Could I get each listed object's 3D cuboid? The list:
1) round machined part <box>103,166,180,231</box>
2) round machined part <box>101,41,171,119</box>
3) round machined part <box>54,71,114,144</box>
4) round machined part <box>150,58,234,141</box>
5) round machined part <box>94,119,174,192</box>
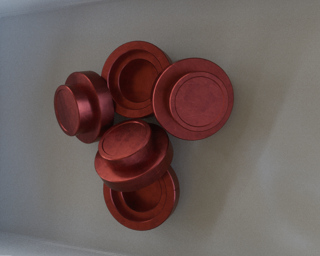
[{"bbox_3d":[-0.021,0.080,0.406,0.098,0.042,0.097,0,90,20],"label":"round machined part"},{"bbox_3d":[-0.024,-0.061,0.407,0.098,0.042,0.097,0,90,20],"label":"round machined part"},{"bbox_3d":[-0.107,-0.026,0.414,0.098,0.042,0.097,17,113,44],"label":"round machined part"},{"bbox_3d":[0.040,-0.033,0.361,0.099,0.042,0.097,-2,101,-10],"label":"round machined part"},{"bbox_3d":[-0.036,0.026,0.382,0.098,0.098,0.042,-7,132,20],"label":"round machined part"}]
